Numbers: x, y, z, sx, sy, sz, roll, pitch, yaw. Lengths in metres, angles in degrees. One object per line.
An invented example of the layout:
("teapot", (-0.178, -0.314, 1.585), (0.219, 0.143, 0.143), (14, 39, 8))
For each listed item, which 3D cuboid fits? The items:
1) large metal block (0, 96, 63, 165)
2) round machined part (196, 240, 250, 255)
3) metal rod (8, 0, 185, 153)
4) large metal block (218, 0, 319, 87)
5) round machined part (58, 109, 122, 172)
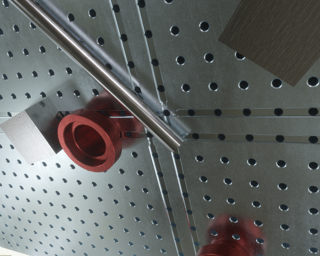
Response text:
("large metal block", (-0.198, 0.006, 0.503), (0.080, 0.050, 0.080), (-20, 108, 35))
("round machined part", (0.104, 0.214, 0.478), (0.098, 0.042, 0.097), (13, 124, 21))
("metal rod", (-0.085, -0.079, 0.407), (0.300, 0.025, 0.025), (43, 129, -2))
("large metal block", (0.112, -0.098, 0.275), (0.080, 0.050, 0.079), (34, 129, 6))
("round machined part", (-0.099, 0.015, 0.461), (0.098, 0.042, 0.097), (13, 124, 20))
